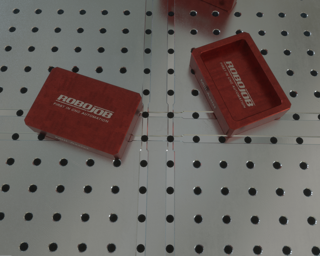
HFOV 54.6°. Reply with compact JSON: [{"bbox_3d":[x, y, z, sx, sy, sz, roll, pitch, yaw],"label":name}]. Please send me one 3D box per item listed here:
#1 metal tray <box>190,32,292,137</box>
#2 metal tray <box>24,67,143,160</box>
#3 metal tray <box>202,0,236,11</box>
[{"bbox_3d":[0.108,-0.063,0.432,0.090,0.030,0.130,-21,71,-8],"label":"metal tray"},{"bbox_3d":[-0.099,-0.020,0.416,0.130,0.030,0.090,19,71,6],"label":"metal tray"},{"bbox_3d":[0.062,-0.240,0.465,0.130,0.090,0.030,27,73,9],"label":"metal tray"}]
